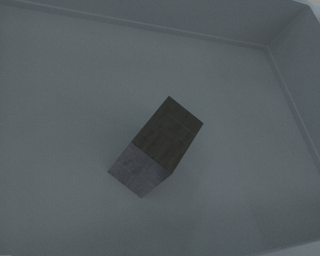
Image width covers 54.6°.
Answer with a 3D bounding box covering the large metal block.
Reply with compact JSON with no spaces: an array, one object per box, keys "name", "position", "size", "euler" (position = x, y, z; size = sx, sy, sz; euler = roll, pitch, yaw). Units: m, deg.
[{"name":"large metal block","position":[-0.006,0.023,0.353],"size":[0.050,0.080,0.080],"euler":[39,51,-2]}]
